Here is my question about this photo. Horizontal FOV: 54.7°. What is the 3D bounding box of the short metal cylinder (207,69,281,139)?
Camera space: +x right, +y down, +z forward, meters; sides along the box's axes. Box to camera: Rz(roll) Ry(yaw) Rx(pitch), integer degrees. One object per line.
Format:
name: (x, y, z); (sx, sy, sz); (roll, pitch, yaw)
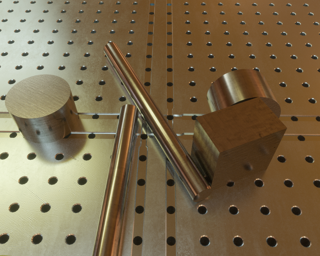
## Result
short metal cylinder: (0.105, -0.028, 0.396); (0.081, 0.080, 0.050); (-5, 50, -5)

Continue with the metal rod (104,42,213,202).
metal rod: (-0.017, -0.029, 0.431); (0.025, 0.025, 0.300); (-20, 53, -16)

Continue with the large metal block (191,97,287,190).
large metal block: (0.085, 0.020, 0.356); (0.081, 0.080, 0.050); (-18, 53, -15)

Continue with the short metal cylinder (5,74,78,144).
short metal cylinder: (-0.154, -0.026, 0.412); (0.081, 0.050, 0.080); (0, 50, 0)

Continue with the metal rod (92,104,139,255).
metal rod: (-0.051, 0.091, 0.330); (0.025, 0.025, 0.300); (3, 50, 2)
